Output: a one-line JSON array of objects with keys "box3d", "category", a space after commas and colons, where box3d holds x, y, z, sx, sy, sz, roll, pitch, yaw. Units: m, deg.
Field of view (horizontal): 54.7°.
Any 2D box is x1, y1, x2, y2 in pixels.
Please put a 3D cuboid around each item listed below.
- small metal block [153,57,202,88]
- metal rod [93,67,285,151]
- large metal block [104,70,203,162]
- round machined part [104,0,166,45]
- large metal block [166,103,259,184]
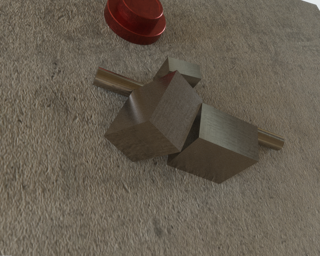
[{"box3d": [0.024, -0.071, 0.446, 0.050, 0.050, 0.025, 10, 58, -24], "category": "small metal block"}, {"box3d": [0.053, -0.022, 0.447, 0.302, 0.025, 0.025, 19, 54, -18], "category": "metal rod"}, {"box3d": [-0.007, -0.012, 0.363, 0.050, 0.080, 0.080, 46, 50, -25], "category": "large metal block"}, {"box3d": [-0.035, -0.182, 0.487, 0.099, 0.042, 0.098, 14, 56, -21], "category": "round machined part"}, {"box3d": [0.065, 0.023, 0.391, 0.080, 0.080, 0.050, 22, 54, -16], "category": "large metal block"}]
